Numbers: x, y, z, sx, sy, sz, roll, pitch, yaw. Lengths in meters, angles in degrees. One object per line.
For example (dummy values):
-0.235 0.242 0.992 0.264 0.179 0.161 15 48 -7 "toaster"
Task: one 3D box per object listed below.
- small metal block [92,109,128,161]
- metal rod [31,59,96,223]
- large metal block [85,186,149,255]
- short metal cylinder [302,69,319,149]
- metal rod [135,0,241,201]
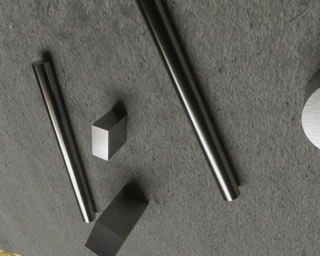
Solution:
-0.069 0.009 0.431 0.025 0.050 0.050 19 126 17 "small metal block"
-0.150 0.037 0.506 0.025 0.025 0.298 6 121 25 "metal rod"
-0.069 0.157 0.503 0.050 0.080 0.079 33 128 7 "large metal block"
0.176 -0.019 0.286 0.080 0.050 0.079 13 124 20 "short metal cylinder"
0.033 -0.039 0.363 0.025 0.025 0.299 -13 112 33 "metal rod"
